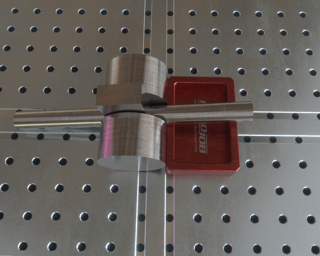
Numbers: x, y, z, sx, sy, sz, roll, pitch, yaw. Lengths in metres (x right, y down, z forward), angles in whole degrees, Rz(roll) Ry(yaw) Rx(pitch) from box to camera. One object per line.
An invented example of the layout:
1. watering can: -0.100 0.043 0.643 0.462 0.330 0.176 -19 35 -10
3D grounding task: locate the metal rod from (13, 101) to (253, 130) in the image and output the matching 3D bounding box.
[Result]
1. metal rod: -0.039 -0.015 0.392 0.301 0.025 0.025 -2 70 8

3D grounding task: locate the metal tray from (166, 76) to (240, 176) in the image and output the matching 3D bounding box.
1. metal tray: 0.054 -0.004 0.411 0.091 0.030 0.130 1 70 0

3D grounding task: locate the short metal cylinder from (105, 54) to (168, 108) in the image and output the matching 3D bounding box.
1. short metal cylinder: -0.030 -0.052 0.399 0.081 0.080 0.050 1 70 0

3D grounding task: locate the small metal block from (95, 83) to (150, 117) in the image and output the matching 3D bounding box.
1. small metal block: -0.041 -0.028 0.358 0.050 0.050 0.025 -2 70 8

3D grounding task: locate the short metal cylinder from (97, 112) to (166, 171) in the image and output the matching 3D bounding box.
1. short metal cylinder: -0.033 0.019 0.375 0.081 0.080 0.050 1 70 0
